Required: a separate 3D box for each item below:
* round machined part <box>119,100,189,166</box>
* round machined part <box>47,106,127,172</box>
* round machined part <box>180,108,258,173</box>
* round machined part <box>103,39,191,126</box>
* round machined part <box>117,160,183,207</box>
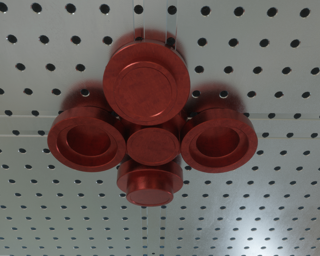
[{"bbox_3d":[-0.009,0.012,0.410,0.099,0.042,0.097,-1,130,0],"label":"round machined part"},{"bbox_3d":[-0.092,0.011,0.408,0.099,0.042,0.097,-1,130,0],"label":"round machined part"},{"bbox_3d":[0.075,0.012,0.412,0.099,0.042,0.097,-1,130,0],"label":"round machined part"},{"bbox_3d":[-0.015,-0.046,0.346,0.099,0.042,0.097,0,116,1],"label":"round machined part"},{"bbox_3d":[-0.015,0.085,0.457,0.099,0.042,0.098,0,145,0],"label":"round machined part"}]
